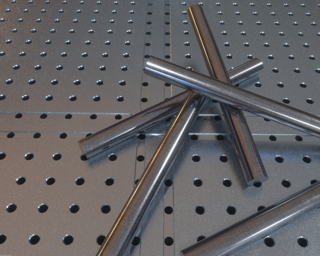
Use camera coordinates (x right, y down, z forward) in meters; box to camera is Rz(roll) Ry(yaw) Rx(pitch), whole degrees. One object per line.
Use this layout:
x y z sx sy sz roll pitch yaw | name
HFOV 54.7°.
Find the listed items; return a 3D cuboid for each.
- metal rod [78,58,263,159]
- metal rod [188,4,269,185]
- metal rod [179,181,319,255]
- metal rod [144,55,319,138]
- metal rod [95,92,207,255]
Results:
0.030 -0.036 0.438 0.302 0.025 0.025 -27 55 -21 | metal rod
0.085 -0.065 0.432 0.025 0.025 0.299 -8 60 -7 | metal rod
0.161 0.081 0.341 0.302 0.025 0.025 -20 53 -17 | metal rod
0.126 -0.027 0.387 0.302 0.025 0.025 20 52 -2 | metal rod
-0.003 0.047 0.351 0.025 0.025 0.301 21 58 16 | metal rod
